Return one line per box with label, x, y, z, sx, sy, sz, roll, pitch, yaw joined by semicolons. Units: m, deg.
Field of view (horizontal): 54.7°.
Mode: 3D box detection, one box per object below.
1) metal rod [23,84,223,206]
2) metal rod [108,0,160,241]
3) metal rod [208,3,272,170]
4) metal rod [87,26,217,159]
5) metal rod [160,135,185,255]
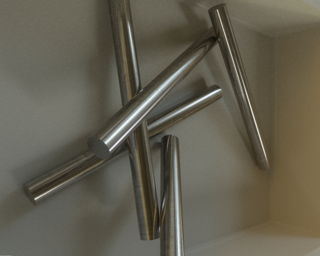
metal rod;-0.020;0.005;0.389;0.302;0.025;0.025;-29;109;-36
metal rod;-0.031;-0.026;0.354;0.025;0.025;0.298;-5;85;-40
metal rod;0.135;-0.048;0.495;0.025;0.025;0.299;-46;125;-30
metal rod;0.017;-0.065;0.378;0.301;0.025;0.025;-49;120;-43
metal rod;0.012;0.123;0.314;0.025;0.025;0.300;41;32;-33
